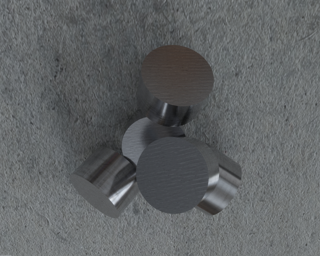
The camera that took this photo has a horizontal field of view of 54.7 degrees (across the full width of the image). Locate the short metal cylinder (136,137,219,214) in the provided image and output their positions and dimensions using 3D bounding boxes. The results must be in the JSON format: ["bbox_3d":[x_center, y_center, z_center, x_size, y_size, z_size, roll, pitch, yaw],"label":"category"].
[{"bbox_3d":[0.021,0.050,0.345,0.080,0.050,0.080,-1,88,22],"label":"short metal cylinder"}]

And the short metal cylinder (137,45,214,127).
[{"bbox_3d":[0.016,-0.048,0.357,0.080,0.080,0.050,13,153,-5],"label":"short metal cylinder"}]

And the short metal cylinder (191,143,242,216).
[{"bbox_3d":[0.060,0.067,0.406,0.050,0.080,0.080,33,107,-12],"label":"short metal cylinder"}]

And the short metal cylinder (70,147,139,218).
[{"bbox_3d":[-0.069,0.071,0.401,0.080,0.050,0.080,27,146,21],"label":"short metal cylinder"}]

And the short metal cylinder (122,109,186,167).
[{"bbox_3d":[-0.007,0.015,0.403,0.081,0.050,0.079,0,110,-1],"label":"short metal cylinder"}]
